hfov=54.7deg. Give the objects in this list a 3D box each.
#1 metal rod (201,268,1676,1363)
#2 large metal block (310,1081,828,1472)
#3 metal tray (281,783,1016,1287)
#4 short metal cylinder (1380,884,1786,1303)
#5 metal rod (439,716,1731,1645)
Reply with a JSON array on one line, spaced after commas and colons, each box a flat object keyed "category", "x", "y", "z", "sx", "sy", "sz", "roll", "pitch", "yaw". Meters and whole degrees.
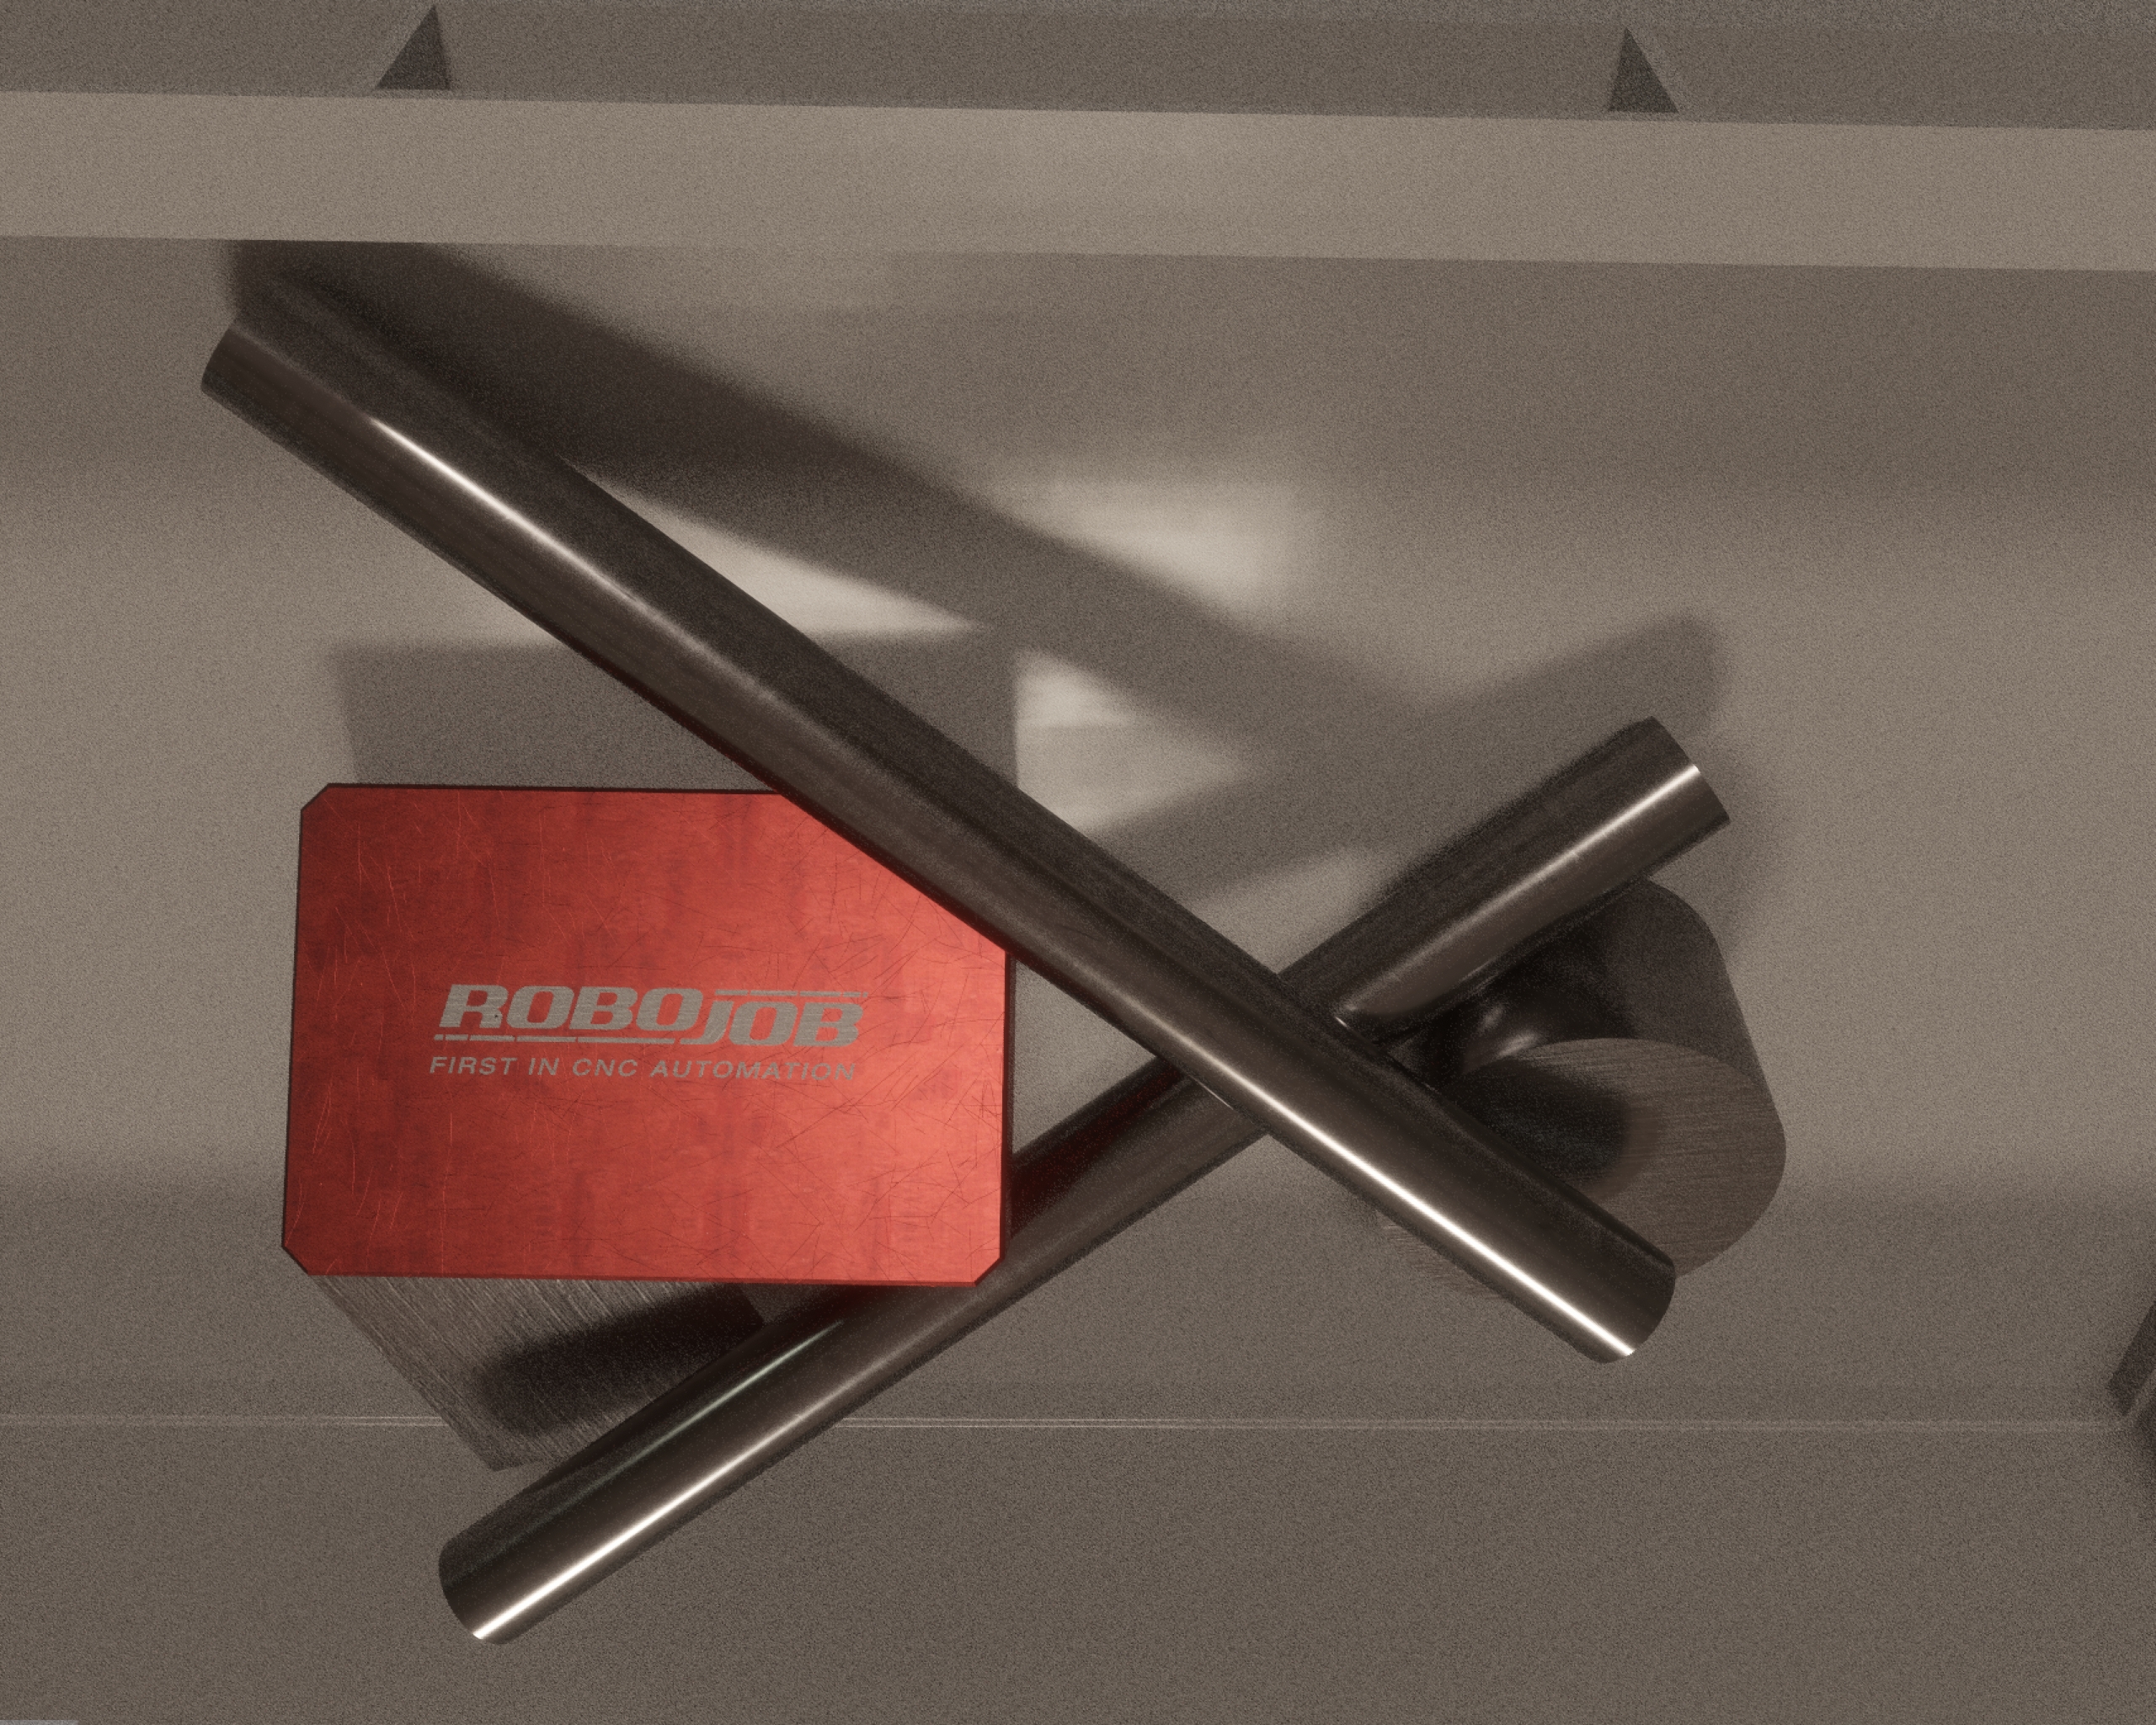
[{"category": "metal rod", "x": -0.014, "y": 0.000, "z": 0.368, "sx": 0.301, "sy": 0.025, "sz": 0.025, "roll": 36, "pitch": 122, "yaw": -12}, {"category": "large metal block", "x": -0.107, "y": 0.082, "z": 0.455, "sx": 0.080, "sy": 0.050, "sz": 0.080, "roll": -15, "pitch": 129, "yaw": 12}, {"category": "metal tray", "x": -0.078, "y": 0.032, "z": 0.394, "sx": 0.131, "sy": 0.030, "sz": 0.089, "roll": 1, "pitch": 86, "yaw": 0}, {"category": "short metal cylinder", "x": 0.099, "y": 0.047, "z": 0.431, "sx": 0.081, "sy": 0.050, "sz": 0.079, "roll": 0, "pitch": 130, "yaw": 0}, {"category": "metal rod", "x": -0.005, "y": 0.068, "z": 0.417, "sx": 0.300, "sy": 0.025, "sz": 0.025, "roll": -35, "pitch": 123, "yaw": 9}]
